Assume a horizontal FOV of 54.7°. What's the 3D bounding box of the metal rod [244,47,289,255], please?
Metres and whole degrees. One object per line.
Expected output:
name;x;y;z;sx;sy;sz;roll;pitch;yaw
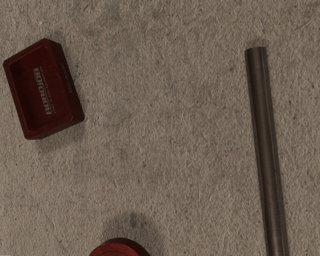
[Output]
metal rod;0.128;0.055;0.363;0.025;0.025;0.298;-6;88;19

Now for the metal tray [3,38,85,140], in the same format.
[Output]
metal tray;-0.176;-0.057;0.466;0.090;0.030;0.129;-22;83;18

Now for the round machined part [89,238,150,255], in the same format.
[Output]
round machined part;-0.049;0.196;0.416;0.098;0.042;0.097;0;90;19
